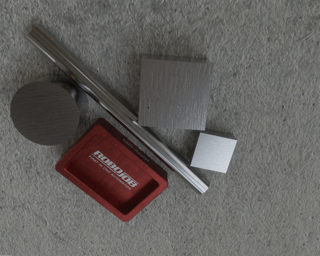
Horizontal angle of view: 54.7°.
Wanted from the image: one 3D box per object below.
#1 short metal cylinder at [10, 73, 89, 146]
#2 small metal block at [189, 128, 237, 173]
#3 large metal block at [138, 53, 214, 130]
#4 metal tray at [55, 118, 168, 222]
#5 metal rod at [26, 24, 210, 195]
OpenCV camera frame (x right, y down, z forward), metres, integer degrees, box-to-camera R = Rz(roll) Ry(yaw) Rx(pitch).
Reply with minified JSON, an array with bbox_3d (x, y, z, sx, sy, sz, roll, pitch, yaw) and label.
[{"bbox_3d":[-0.135,-0.024,0.387,0.081,0.050,0.079,0,110,-1],"label":"short metal cylinder"},{"bbox_3d":[0.071,0.029,0.423,0.050,0.025,0.050,12,110,-5],"label":"small metal block"},{"bbox_3d":[0.017,-0.046,0.381,0.081,0.050,0.079,4,110,-2],"label":"large metal block"},{"bbox_3d":[-0.064,0.060,0.430,0.130,0.030,0.090,42,104,-14],"label":"metal tray"},{"bbox_3d":[-0.044,-0.014,0.404,0.025,0.025,0.300,-43,105,14],"label":"metal rod"}]
